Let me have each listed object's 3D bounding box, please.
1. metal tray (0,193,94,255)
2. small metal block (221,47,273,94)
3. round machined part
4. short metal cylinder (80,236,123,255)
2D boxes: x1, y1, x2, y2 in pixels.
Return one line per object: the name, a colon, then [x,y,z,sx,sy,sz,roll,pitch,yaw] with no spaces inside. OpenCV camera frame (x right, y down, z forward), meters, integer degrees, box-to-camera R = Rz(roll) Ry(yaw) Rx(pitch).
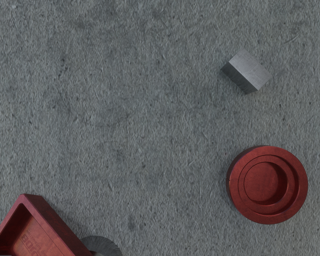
metal tray: [-0.148,0.152,0.371,0.130,0.030,0.090,33,90,33]
small metal block: [0.109,-0.072,0.399,0.050,0.050,0.025,44,90,-1]
round machined part: [0.134,0.071,0.403,0.099,0.042,0.097,0,90,-1]
short metal cylinder: [-0.089,0.186,0.396,0.081,0.050,0.079,0,90,-1]
